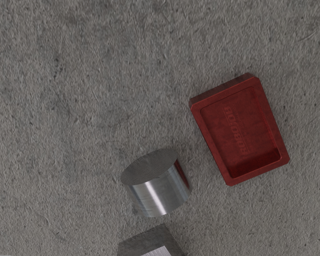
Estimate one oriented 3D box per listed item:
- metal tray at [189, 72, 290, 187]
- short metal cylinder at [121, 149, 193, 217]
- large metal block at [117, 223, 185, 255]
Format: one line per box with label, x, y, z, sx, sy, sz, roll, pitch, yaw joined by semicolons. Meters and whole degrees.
metal tray;0.105;0.004;0.409;0.090;0.030;0.130;-25;109;8
short metal cylinder;-0.004;0.070;0.406;0.080;0.080;0.050;-23;109;8
large metal block;-0.010;0.205;0.472;0.080;0.050;0.080;-27;108;9
